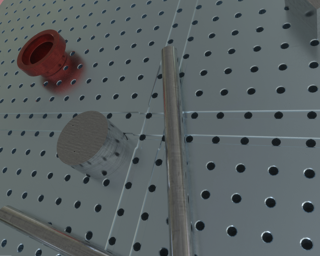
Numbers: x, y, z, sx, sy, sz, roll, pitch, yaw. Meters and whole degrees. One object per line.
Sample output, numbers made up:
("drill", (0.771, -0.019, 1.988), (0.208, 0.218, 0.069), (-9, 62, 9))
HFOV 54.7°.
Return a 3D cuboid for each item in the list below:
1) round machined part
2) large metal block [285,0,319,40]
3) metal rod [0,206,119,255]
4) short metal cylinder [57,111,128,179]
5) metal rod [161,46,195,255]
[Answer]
("round machined part", (-0.220, -0.138, 0.594), (0.098, 0.042, 0.098), (-13, 56, 20))
("large metal block", (0.212, -0.170, 0.386), (0.080, 0.050, 0.080), (-27, 53, 11))
("metal rod", (-0.096, 0.145, 0.367), (0.300, 0.025, 0.025), (9, 67, 31))
("short metal cylinder", (-0.092, 0.023, 0.424), (0.080, 0.050, 0.080), (-13, 56, 21))
("metal rod", (0.019, 0.011, 0.390), (0.025, 0.025, 0.299), (-15, 56, 19))
